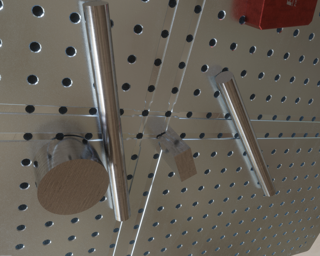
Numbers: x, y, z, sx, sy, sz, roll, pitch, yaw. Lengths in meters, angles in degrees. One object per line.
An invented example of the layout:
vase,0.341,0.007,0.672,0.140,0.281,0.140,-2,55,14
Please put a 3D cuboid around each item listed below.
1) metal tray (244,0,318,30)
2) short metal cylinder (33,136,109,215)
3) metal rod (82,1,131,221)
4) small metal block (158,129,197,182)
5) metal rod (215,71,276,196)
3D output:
metal tray,0.158,-0.192,0.378,0.091,0.030,0.129,-13,124,-22
short metal cylinder,-0.108,0.057,0.372,0.081,0.050,0.079,-14,125,-21
metal rod,-0.059,0.004,0.382,0.025,0.025,0.298,-15,125,-20
small metal block,0.024,0.038,0.434,0.025,0.050,0.050,-27,128,-12
metal rod,0.151,0.027,0.513,0.025,0.025,0.299,-37,130,-4
